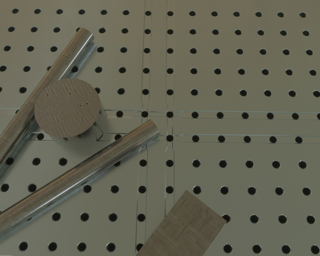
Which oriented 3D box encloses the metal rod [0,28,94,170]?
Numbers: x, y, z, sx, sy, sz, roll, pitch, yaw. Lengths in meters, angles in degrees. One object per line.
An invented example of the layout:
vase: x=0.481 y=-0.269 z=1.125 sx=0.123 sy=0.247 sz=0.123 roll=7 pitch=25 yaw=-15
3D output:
metal rod: x=-0.179 y=-0.016 z=0.416 sx=0.025 sy=0.025 sz=0.300 roll=26 pitch=72 yaw=9

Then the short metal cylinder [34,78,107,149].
short metal cylinder: x=-0.114 y=-0.018 z=0.404 sx=0.081 sy=0.050 sz=0.080 roll=0 pitch=70 yaw=0

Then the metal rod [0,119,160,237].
metal rod: x=-0.131 y=0.078 z=0.382 sx=0.301 sy=0.025 sz=0.025 roll=-32 pitch=73 yaw=-11

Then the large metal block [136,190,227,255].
large metal block: x=0.022 y=0.120 z=0.339 sx=0.050 sy=0.080 sz=0.080 roll=37 pitch=74 yaw=12
